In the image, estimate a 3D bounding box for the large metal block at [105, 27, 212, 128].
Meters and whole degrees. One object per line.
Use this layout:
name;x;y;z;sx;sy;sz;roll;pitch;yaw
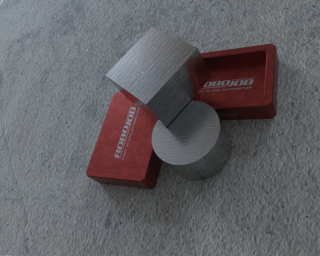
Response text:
large metal block;-0.002;-0.061;0.361;0.080;0.050;0.080;-48;51;-6

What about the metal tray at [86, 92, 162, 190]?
metal tray;-0.036;0.012;0.415;0.090;0.030;0.130;1;62;28

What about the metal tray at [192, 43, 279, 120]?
metal tray;0.079;-0.055;0.394;0.130;0.030;0.090;-1;61;27

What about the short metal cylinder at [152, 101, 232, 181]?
short metal cylinder;0.038;0.015;0.360;0.080;0.050;0.080;-13;56;21

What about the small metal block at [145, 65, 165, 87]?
small metal block;-0.006;-0.061;0.430;0.050;0.050;0.025;1;62;28
